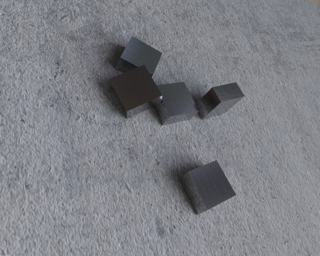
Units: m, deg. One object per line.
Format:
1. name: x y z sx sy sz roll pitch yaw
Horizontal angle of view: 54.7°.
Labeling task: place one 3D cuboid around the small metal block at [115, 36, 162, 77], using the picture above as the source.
1. small metal block: -0.030 -0.097 0.446 0.050 0.025 0.050 27 52 -11

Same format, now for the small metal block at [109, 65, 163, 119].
1. small metal block: -0.032 -0.047 0.405 0.050 0.025 0.050 -26 75 -14

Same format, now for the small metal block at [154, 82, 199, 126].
1. small metal block: 0.019 -0.035 0.435 0.050 0.025 0.050 -12 68 -33

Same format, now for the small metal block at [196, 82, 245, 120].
1. small metal block: 0.087 -0.040 0.459 0.050 0.050 0.025 -16 70 -34

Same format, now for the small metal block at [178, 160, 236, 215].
1. small metal block: 0.059 0.074 0.390 0.050 0.025 0.050 -16 70 -34
